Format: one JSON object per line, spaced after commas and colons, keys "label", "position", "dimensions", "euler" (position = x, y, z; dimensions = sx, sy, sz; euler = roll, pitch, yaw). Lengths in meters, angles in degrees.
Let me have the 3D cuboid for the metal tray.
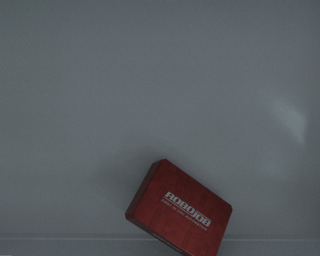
{"label": "metal tray", "position": [0.029, 0.114, 0.422], "dimensions": [0.130, 0.090, 0.030], "euler": [37, 150, -13]}
